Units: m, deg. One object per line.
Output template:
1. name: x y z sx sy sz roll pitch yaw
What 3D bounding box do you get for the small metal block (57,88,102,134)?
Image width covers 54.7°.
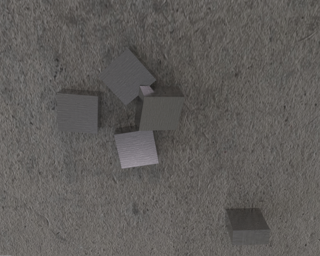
1. small metal block: -0.104 -0.022 0.401 0.050 0.025 0.050 4 110 -2

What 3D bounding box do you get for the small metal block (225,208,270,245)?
1. small metal block: 0.125 0.142 0.450 0.050 0.050 0.025 -2 110 0

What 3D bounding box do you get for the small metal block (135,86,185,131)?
1. small metal block: -0.001 -0.024 0.387 0.050 0.025 0.050 -2 128 -18

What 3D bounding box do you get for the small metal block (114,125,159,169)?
1. small metal block: -0.031 0.024 0.418 0.050 0.025 0.050 -9 110 3

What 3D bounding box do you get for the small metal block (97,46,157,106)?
1. small metal block: -0.040 -0.065 0.385 0.050 0.025 0.050 -39 106 13
